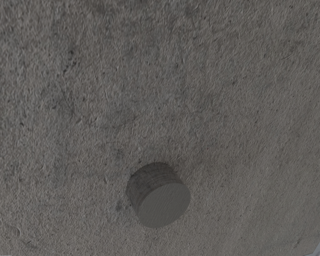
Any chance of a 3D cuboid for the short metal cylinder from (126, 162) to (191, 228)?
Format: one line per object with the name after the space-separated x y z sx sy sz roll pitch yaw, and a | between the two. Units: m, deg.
-0.003 0.097 0.448 0.081 0.050 0.080 -14 124 -21 | short metal cylinder
